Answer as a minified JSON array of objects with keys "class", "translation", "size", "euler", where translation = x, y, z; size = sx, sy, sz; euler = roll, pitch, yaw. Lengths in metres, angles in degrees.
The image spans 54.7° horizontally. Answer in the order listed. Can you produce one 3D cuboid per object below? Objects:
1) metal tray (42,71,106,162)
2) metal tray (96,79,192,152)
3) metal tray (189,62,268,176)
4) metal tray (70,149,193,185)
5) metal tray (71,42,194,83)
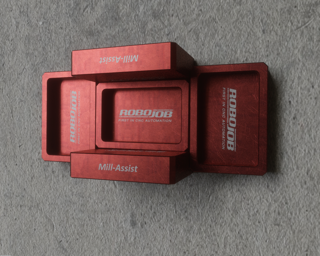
[{"class":"metal tray","translation":[-0.125,-0.016,0.450],"size":[0.090,0.030,0.129],"euler":[1,90,19]},{"class":"metal tray","translation":[-0.021,-0.016,0.414],"size":[0.130,0.030,0.089],"euler":[1,90,19]},{"class":"metal tray","translation":[0.084,-0.011,0.377],"size":[0.090,0.030,0.129],"euler":[1,90,19]},{"class":"metal tray","translation":[-0.032,0.044,0.384],"size":[0.130,0.090,0.030],"euler":[0,90,19]},{"class":"metal tray","translation":[-0.031,-0.076,0.386],"size":[0.130,0.090,0.030],"euler":[0,90,19]}]
